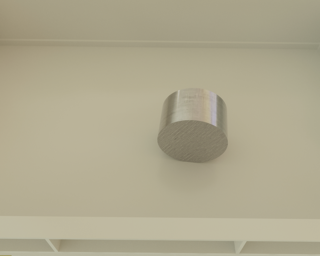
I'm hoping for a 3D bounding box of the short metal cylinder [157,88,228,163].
[{"bbox_3d":[0.040,-0.002,0.371,0.080,0.080,0.050,5,50,4],"label":"short metal cylinder"}]
